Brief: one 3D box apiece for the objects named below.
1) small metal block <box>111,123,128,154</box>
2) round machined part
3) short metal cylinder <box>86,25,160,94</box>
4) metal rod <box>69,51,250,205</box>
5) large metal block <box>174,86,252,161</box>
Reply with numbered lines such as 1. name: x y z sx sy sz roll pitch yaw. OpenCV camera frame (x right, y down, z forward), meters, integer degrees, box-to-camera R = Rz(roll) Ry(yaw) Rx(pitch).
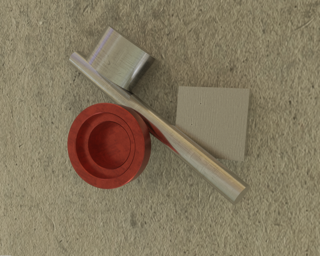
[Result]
1. small metal block: -0.044 0.007 0.412 0.025 0.050 0.050 -2 89 20
2. round machined part: -0.056 0.020 0.367 0.098 0.042 0.097 1 92 19
3. short metal cylinder: -0.047 -0.088 0.396 0.080 0.080 0.050 39 102 15
4. metal rod: -0.021 -0.017 0.377 0.300 0.025 0.025 40 103 30
5. large metal block: 0.065 -0.006 0.374 0.080 0.050 0.079 5 92 19
